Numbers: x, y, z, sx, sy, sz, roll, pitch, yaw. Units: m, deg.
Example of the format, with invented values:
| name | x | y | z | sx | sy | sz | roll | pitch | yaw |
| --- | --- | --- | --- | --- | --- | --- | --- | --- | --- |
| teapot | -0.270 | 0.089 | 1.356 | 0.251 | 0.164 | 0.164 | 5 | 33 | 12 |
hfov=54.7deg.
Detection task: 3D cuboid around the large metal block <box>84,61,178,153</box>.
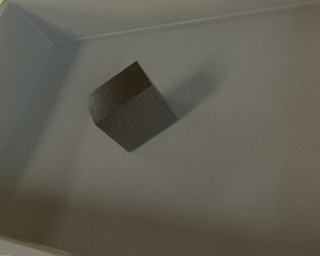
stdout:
| name | x | y | z | sx | sy | sz | roll | pitch | yaw |
| --- | --- | --- | --- | --- | --- | --- | --- | --- | --- |
| large metal block | -0.035 | -0.025 | 0.399 | 0.080 | 0.080 | 0.050 | -34 | 52 | 5 |
